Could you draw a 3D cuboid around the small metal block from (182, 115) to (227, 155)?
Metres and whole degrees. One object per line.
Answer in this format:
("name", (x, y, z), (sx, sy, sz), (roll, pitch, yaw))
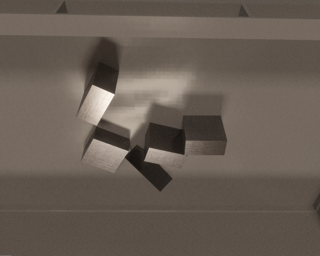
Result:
("small metal block", (0.056, 0.009, 0.401), (0.050, 0.050, 0.025), (0, 130, -1))

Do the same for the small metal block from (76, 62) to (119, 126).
("small metal block", (-0.072, -0.040, 0.358), (0.025, 0.050, 0.050), (23, 126, -19))

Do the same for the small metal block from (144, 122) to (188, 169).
("small metal block", (0.007, 0.023, 0.412), (0.050, 0.050, 0.025), (13, 128, -11))

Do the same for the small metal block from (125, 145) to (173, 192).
("small metal block", (-0.017, 0.056, 0.437), (0.025, 0.050, 0.050), (-46, 124, -8))

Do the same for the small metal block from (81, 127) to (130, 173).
("small metal block", (-0.077, 0.031, 0.435), (0.050, 0.025, 0.050), (22, 127, -18))
